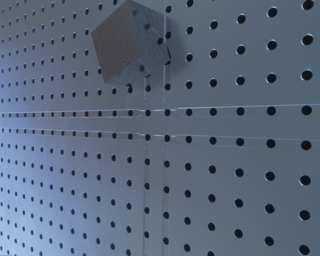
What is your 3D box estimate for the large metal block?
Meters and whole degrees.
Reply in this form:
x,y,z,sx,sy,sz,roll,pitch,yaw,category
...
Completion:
x,y,z,sx,sy,sz,roll,pitch,yaw,category
-0.042,-0.112,0.426,0.080,0.050,0.080,-27,73,36,large metal block
